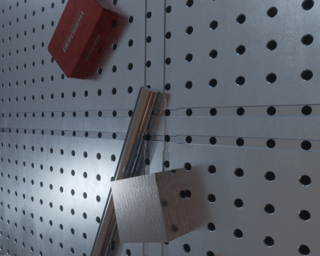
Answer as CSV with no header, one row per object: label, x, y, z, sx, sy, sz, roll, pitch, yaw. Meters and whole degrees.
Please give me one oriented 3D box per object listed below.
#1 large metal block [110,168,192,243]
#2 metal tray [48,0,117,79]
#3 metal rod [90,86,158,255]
large metal block,-0.013,0.101,0.402,0.080,0.050,0.080,-18,79,38
metal tray,-0.132,-0.157,0.512,0.090,0.030,0.129,50,119,28
metal rod,-0.059,0.085,0.455,0.025,0.025,0.298,29,108,36
